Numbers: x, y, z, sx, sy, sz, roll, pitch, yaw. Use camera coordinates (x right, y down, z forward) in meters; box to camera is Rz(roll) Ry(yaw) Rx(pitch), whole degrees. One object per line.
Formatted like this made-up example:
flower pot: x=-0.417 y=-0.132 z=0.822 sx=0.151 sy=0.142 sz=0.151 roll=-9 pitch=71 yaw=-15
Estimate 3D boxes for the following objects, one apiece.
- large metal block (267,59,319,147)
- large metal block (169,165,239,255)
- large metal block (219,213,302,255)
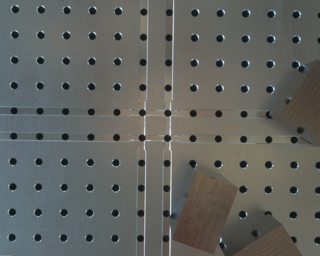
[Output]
large metal block: x=0.204 y=-0.029 z=0.404 sx=0.080 sy=0.050 sz=0.080 roll=33 pitch=90 yaw=-1
large metal block: x=0.050 y=0.096 z=0.387 sx=0.050 sy=0.080 sz=0.080 roll=20 pitch=90 yaw=0
large metal block: x=0.137 y=0.172 z=0.403 sx=0.080 sy=0.050 sz=0.080 roll=-32 pitch=90 yaw=0
